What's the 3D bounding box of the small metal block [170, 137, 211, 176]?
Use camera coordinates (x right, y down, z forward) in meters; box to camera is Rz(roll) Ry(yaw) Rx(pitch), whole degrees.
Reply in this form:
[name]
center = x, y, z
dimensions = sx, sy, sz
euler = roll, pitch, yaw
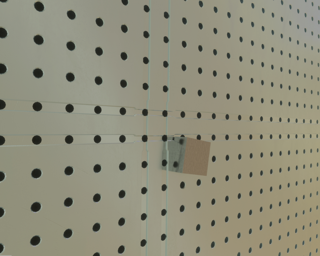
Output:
[small metal block]
center = 0.045, 0.041, 0.449
dimensions = 0.050, 0.025, 0.050
euler = 13, 82, -40
